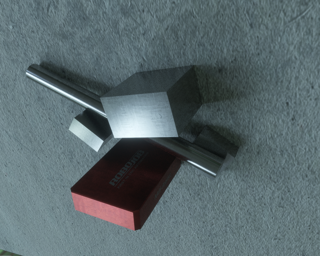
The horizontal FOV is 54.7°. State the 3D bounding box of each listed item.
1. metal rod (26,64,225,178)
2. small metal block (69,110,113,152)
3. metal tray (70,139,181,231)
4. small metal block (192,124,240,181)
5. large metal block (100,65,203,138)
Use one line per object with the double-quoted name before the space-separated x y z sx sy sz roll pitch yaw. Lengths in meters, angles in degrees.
"metal rod" -0.058 -0.017 0.409 0.301 0.025 0.025 27 128 17
"small metal block" -0.089 -0.002 0.435 0.050 0.050 0.025 38 129 2
"metal tray" -0.037 0.062 0.397 0.090 0.131 0.030 12 123 21
"small metal block" 0.063 0.031 0.394 0.050 0.025 0.050 36 129 4
"large metal block" -0.006 -0.031 0.354 0.080 0.080 0.050 -2 118 29
